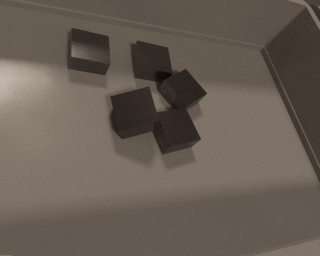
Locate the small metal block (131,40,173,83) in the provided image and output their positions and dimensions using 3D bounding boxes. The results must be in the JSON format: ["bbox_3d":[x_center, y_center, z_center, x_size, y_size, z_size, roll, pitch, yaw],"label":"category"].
[{"bbox_3d":[-0.012,-0.098,0.460,0.050,0.025,0.050,6,59,-26],"label":"small metal block"}]

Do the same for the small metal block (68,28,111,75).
[{"bbox_3d":[-0.096,-0.102,0.417,0.050,0.025,0.050,6,59,-25],"label":"small metal block"}]

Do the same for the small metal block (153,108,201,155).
[{"bbox_3d":[0.019,0.003,0.416,0.050,0.025,0.050,-12,68,-33],"label":"small metal block"}]

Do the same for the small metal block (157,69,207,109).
[{"bbox_3d":[0.033,-0.054,0.458,0.050,0.025,0.050,-34,81,-38],"label":"small metal block"}]

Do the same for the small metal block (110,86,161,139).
[{"bbox_3d":[-0.030,-0.019,0.388,0.050,0.025,0.050,-15,66,-2],"label":"small metal block"}]
